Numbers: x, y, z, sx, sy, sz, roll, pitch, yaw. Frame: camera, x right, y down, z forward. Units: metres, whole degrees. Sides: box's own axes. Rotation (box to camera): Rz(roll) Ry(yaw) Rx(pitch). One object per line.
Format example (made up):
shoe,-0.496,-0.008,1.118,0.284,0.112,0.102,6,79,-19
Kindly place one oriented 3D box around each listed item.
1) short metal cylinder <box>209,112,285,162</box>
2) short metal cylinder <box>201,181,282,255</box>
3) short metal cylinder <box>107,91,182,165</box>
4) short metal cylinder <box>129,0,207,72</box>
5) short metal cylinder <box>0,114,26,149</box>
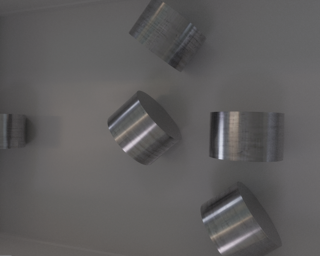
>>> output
short metal cylinder,0.096,0.008,0.347,0.080,0.080,0.050,2,91,20
short metal cylinder,0.091,0.108,0.349,0.050,0.080,0.080,-38,78,16
short metal cylinder,-0.018,0.000,0.388,0.050,0.080,0.080,-41,77,15
short metal cylinder,0.009,-0.112,0.378,0.080,0.080,0.050,41,103,15
short metal cylinder,-0.247,0.004,0.469,0.080,0.080,0.050,1,91,20
